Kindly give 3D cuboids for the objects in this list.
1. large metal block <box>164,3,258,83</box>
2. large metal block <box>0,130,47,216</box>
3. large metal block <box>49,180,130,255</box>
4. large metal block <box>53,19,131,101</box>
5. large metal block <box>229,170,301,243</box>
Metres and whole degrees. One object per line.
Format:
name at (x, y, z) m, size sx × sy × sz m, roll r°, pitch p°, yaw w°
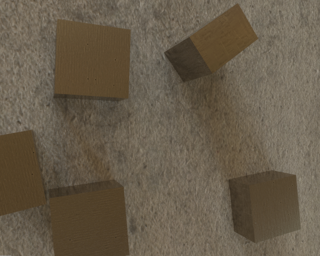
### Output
large metal block at (0.064, -0.107, 0.404) m, size 0.080 × 0.080 × 0.050 m, roll -38°, pitch 103°, yaw -16°
large metal block at (-0.172, 0.048, 0.332) m, size 0.081 × 0.050 × 0.079 m, roll -12°, pitch 94°, yaw -20°
large metal block at (-0.085, 0.110, 0.365) m, size 0.081 × 0.050 × 0.079 m, roll -5°, pitch 92°, yaw -20°
large metal block at (-0.081, -0.075, 0.366) m, size 0.081 × 0.050 × 0.079 m, roll 2°, pitch 90°, yaw -20°
large metal block at (0.153, 0.111, 0.454) m, size 0.081 × 0.050 × 0.079 m, roll -7°, pitch 93°, yaw -20°
